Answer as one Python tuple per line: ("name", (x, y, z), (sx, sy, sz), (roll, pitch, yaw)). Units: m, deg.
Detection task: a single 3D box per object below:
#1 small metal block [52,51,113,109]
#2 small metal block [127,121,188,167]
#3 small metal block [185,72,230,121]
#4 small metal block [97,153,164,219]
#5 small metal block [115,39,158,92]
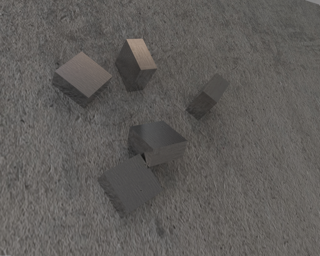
("small metal block", (-0.097, -0.061, 0.388), (0.050, 0.025, 0.050), (39, 51, -2))
("small metal block", (-0.004, 0.017, 0.375), (0.050, 0.025, 0.050), (-11, 37, -36))
("small metal block", (0.069, -0.046, 0.453), (0.025, 0.050, 0.050), (39, 51, -2))
("small metal block", (-0.033, 0.064, 0.347), (0.050, 0.025, 0.050), (-26, 76, -37))
("small metal block", (-0.034, -0.085, 0.421), (0.025, 0.050, 0.050), (-13, 68, -33))
